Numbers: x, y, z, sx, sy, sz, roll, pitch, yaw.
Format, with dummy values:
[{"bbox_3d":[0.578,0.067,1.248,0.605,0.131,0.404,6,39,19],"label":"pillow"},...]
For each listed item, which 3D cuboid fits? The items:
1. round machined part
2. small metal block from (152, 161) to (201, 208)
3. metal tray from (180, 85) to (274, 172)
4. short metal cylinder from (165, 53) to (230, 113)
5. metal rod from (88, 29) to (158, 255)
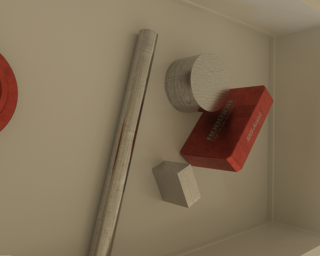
[{"bbox_3d":[-0.167,-0.032,0.252,0.099,0.042,0.097,0,90,-44],"label":"round machined part"},{"bbox_3d":[0.021,0.073,0.411,0.025,0.050,0.050,-30,109,-36],"label":"small metal block"},{"bbox_3d":[0.097,-0.002,0.447,0.030,0.090,0.130,48,61,-30],"label":"metal tray"},{"bbox_3d":[0.053,-0.062,0.437,0.081,0.050,0.079,0,90,-40],"label":"short metal cylinder"},{"bbox_3d":[-0.044,0.024,0.371,0.025,0.025,0.299,19,78,-39],"label":"metal rod"}]
